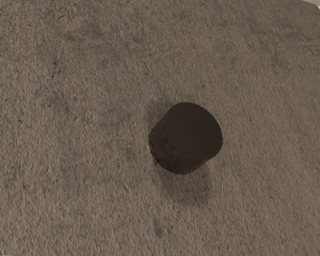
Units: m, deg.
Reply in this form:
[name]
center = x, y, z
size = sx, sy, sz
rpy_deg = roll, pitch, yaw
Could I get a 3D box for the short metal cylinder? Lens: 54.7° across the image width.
[short metal cylinder]
center = 0.033, 0.014, 0.399
size = 0.081, 0.050, 0.080
rpy_deg = 14, 56, -21
